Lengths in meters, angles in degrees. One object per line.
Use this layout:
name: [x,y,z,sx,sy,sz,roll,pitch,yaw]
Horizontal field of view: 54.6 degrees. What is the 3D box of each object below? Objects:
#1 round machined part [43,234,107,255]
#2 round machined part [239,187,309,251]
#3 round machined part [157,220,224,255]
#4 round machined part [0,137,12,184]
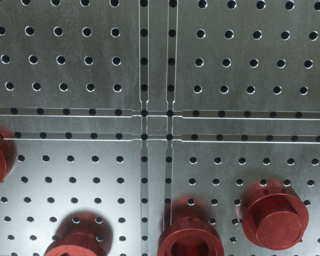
round machined part: [-0.129,0.205,0.479,0.099,0.042,0.097,0,110,0]
round machined part: [0.170,0.140,0.457,0.099,0.042,0.097,0,110,0]
round machined part: [0.045,0.180,0.471,0.099,0.042,0.097,0,110,0]
round machined part: [-0.259,0.047,0.420,0.099,0.042,0.097,0,110,0]
